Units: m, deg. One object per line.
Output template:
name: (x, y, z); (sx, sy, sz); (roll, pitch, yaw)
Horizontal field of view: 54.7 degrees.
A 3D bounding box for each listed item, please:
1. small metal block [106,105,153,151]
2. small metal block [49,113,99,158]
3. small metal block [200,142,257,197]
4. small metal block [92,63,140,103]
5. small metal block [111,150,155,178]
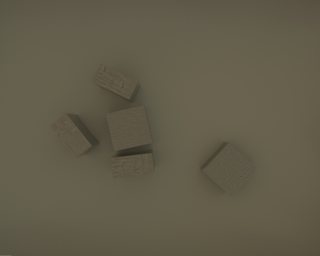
small metal block: (-0.040, 0.000, 0.411); (0.050, 0.025, 0.050); (-13, 90, -1)
small metal block: (-0.108, 0.009, 0.398); (0.025, 0.050, 0.050); (-39, 91, 0)
small metal block: (0.090, 0.054, 0.413); (0.050, 0.025, 0.050); (43, 90, -1)
small metal block: (-0.054, -0.056, 0.398); (0.050, 0.050, 0.025); (26, 90, -1)
small metal block: (-0.033, 0.045, 0.399); (0.050, 0.050, 0.025); (-7, 90, 0)
